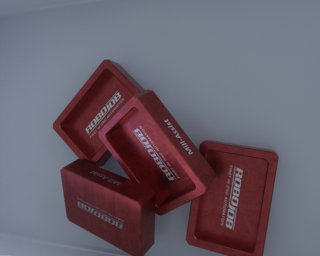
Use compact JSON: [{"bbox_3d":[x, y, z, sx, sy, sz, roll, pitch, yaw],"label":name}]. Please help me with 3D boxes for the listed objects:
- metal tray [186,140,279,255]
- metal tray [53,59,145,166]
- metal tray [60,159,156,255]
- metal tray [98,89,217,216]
[{"bbox_3d":[0.087,0.085,0.376,0.090,0.030,0.129,9,93,19],"label":"metal tray"},{"bbox_3d":[-0.080,-0.018,0.435,0.090,0.030,0.130,46,104,14],"label":"metal tray"},{"bbox_3d":[-0.069,0.102,0.403,0.130,0.030,0.089,17,120,28],"label":"metal tray"},{"bbox_3d":[-0.006,0.032,0.367,0.130,0.030,0.090,53,130,3],"label":"metal tray"}]
